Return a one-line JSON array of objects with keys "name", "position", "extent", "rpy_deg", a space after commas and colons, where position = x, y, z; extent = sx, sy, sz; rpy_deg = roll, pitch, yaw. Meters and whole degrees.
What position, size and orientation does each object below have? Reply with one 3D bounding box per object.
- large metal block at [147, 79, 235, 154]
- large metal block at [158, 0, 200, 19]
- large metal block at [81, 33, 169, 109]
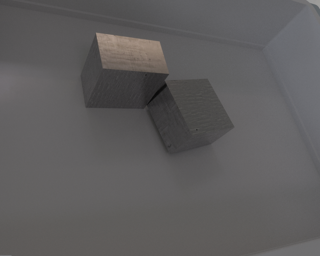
[{"name": "large metal block", "position": [0.040, -0.018, 0.416], "extent": [0.081, 0.050, 0.080], "rpy_deg": [-10, 67, -40]}, {"name": "large metal block", "position": [0.034, -0.253, 0.546], "extent": [0.050, 0.080, 0.080], "rpy_deg": [-4, 64, -30]}, {"name": "large metal block", "position": [-0.047, -0.066, 0.385], "extent": [0.081, 0.080, 0.050], "rpy_deg": [-1, 62, -28]}]
